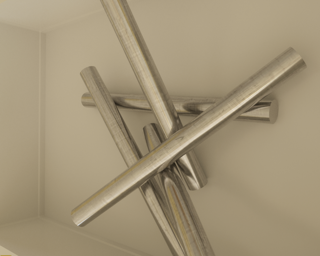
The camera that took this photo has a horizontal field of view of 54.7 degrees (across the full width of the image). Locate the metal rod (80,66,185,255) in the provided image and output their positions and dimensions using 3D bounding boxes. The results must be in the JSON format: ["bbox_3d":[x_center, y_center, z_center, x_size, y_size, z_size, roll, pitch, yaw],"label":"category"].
[{"bbox_3d":[-0.033,0.045,0.411,0.025,0.025,0.299,-39,73,33],"label":"metal rod"}]

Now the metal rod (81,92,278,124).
[{"bbox_3d":[-0.001,-0.031,0.405,0.300,0.025,0.025,7,95,39],"label":"metal rod"}]

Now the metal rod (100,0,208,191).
[{"bbox_3d":[-0.016,-0.064,0.337,0.025,0.025,0.299,-15,106,39],"label":"metal rod"}]

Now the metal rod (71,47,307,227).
[{"bbox_3d":[0.015,0.021,0.332,0.300,0.025,0.025,-38,66,17],"label":"metal rod"}]

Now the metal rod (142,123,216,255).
[{"bbox_3d":[0.027,0.094,0.304,0.025,0.025,0.300,-56,34,25],"label":"metal rod"}]
